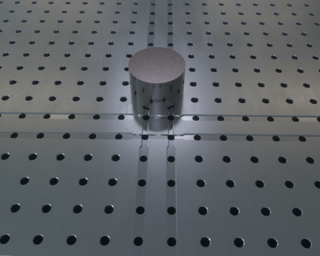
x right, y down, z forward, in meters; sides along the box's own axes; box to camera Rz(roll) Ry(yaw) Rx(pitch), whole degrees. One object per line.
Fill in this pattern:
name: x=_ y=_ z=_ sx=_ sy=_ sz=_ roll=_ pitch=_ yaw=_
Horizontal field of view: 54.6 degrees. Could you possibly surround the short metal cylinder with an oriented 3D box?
short metal cylinder: x=-0.004 y=-0.074 z=0.454 sx=0.080 sy=0.050 sz=0.080 roll=0 pitch=50 yaw=0
